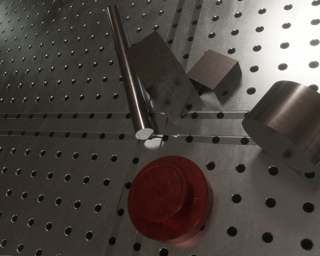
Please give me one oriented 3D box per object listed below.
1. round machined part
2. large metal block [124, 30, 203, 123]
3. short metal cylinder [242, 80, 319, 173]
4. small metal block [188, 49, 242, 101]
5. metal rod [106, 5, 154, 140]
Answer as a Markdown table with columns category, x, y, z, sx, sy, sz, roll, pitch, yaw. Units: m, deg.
| category | x | y | z | sx | sy | sz | roll | pitch | yaw |
| --- | --- | --- | --- | --- | --- | --- | --- | --- | --- |
| round machined part | 0.006 | 0.075 | 0.347 | 0.098 | 0.042 | 0.098 | -13 | 56 | 20 |
| large metal block | 0.006 | -0.067 | 0.410 | 0.050 | 0.080 | 0.080 | -33 | 52 | 7 |
| short metal cylinder | 0.130 | -0.001 | 0.305 | 0.050 | 0.080 | 0.080 | -49 | 52 | -6 |
| small metal block | 0.072 | -0.072 | 0.414 | 0.050 | 0.025 | 0.050 | -49 | 52 | -7 |
| metal rod | -0.055 | -0.107 | 0.500 | 0.025 | 0.025 | 0.299 | -26 | 53 | 12 |
